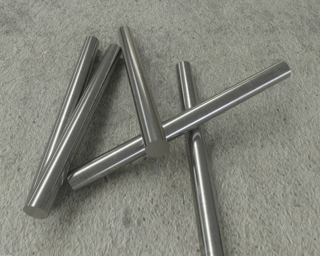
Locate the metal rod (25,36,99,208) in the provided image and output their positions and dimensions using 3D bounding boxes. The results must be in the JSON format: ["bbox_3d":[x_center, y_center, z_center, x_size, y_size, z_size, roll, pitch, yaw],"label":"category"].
[{"bbox_3d":[-0.123,-0.031,0.427,0.025,0.025,0.300,3,50,2],"label":"metal rod"}]

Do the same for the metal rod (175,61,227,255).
[{"bbox_3d":[0.045,0.020,0.386,0.025,0.025,0.300,-2,50,-2],"label":"metal rod"}]

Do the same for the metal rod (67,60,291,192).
[{"bbox_3d":[0.030,-0.007,0.378,0.302,0.025,0.025,-28,55,-10],"label":"metal rod"}]

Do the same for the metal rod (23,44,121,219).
[{"bbox_3d":[-0.098,-0.023,0.405,0.025,0.025,0.300,7,46,6],"label":"metal rod"}]

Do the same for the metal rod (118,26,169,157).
[{"bbox_3d":[-0.032,-0.073,0.432,0.025,0.025,0.300,-9,41,-7],"label":"metal rod"}]
